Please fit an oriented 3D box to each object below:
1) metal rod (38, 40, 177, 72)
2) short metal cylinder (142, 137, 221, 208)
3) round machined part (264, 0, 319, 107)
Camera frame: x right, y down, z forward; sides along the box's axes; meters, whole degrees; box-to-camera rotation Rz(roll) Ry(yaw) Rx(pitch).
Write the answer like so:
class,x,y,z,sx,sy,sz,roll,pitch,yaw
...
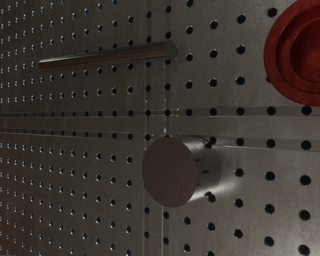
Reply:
class,x,y,z,sx,sy,sz,roll,pitch,yaw
metal rod,-0.102,-0.109,0.490,0.300,0.025,0.025,4,93,39
short metal cylinder,0.025,0.050,0.371,0.080,0.050,0.079,0,90,39
round machined part,0.148,-0.067,0.275,0.098,0.042,0.097,0,90,39
